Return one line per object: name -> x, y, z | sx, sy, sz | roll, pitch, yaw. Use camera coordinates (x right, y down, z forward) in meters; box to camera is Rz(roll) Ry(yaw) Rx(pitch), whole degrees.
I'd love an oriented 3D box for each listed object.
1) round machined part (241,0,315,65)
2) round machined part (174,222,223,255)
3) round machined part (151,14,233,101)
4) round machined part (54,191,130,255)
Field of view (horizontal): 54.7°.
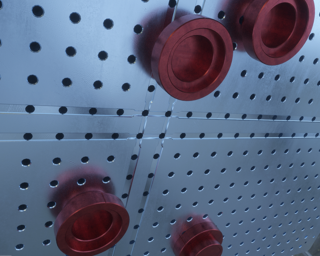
round machined part -> 0.146, -0.134, 0.399 | 0.099, 0.042, 0.097 | -14, 125, -21
round machined part -> 0.079, 0.231, 0.589 | 0.099, 0.042, 0.097 | -14, 125, -21
round machined part -> 0.034, -0.085, 0.368 | 0.099, 0.042, 0.097 | -14, 125, -21
round machined part -> -0.096, 0.127, 0.428 | 0.099, 0.042, 0.097 | -14, 125, -21
